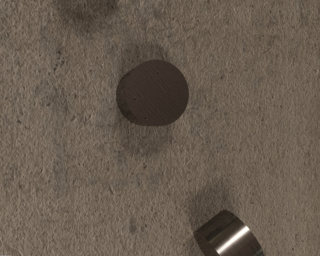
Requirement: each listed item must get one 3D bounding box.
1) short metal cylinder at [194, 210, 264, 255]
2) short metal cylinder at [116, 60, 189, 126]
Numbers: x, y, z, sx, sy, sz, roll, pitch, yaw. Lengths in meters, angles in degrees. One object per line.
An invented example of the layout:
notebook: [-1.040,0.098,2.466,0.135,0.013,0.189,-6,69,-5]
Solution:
short metal cylinder: [0.090,0.158,0.415,0.050,0.080,0.080,-32,101,-17]
short metal cylinder: [-0.011,-0.042,0.393,0.081,0.050,0.079,0,90,-21]
